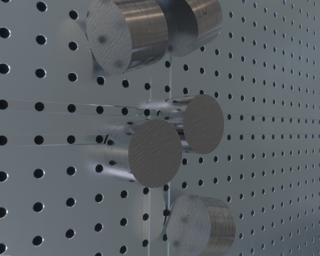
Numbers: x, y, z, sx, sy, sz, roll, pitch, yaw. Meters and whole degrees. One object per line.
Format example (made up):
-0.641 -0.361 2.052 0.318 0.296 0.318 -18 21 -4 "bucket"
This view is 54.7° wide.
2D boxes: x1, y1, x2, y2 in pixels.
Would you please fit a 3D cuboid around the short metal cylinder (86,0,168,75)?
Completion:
-0.037 -0.104 0.342 0.050 0.080 0.080 -26 107 -37 "short metal cylinder"

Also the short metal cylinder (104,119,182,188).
-0.019 0.029 0.376 0.081 0.050 0.079 0 90 -40 "short metal cylinder"

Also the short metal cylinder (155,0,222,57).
0.032 -0.139 0.400 0.050 0.080 0.080 -36 112 -34 "short metal cylinder"

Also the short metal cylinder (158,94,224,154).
0.043 -0.005 0.429 0.081 0.050 0.079 0 90 -40 "short metal cylinder"

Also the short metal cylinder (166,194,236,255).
0.054 0.133 0.418 0.050 0.080 0.080 18 79 -39 "short metal cylinder"
